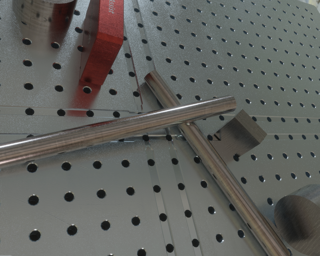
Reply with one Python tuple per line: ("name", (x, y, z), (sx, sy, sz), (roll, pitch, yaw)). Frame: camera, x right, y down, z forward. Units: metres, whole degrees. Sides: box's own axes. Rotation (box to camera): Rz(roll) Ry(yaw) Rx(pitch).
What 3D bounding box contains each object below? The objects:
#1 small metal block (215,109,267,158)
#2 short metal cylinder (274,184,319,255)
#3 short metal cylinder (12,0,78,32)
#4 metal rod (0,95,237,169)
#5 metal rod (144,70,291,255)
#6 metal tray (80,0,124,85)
("small metal block", (0.117, 0.009, 0.452), (0.050, 0.050, 0.025), (47, 51, 4))
("short metal cylinder", (0.202, 0.120, 0.411), (0.050, 0.080, 0.080), (-13, 69, -34))
("short metal cylinder", (-0.154, -0.178, 0.419), (0.081, 0.050, 0.080), (14, 56, -21))
("metal rod", (-0.030, -0.003, 0.373), (0.303, 0.025, 0.025), (-14, 69, -27))
("metal rod", (0.071, 0.044, 0.421), (0.025, 0.025, 0.299), (-26, 76, -37))
("metal tray", (-0.076, -0.134, 0.407), (0.030, 0.090, 0.130), (11, 57, -23))
